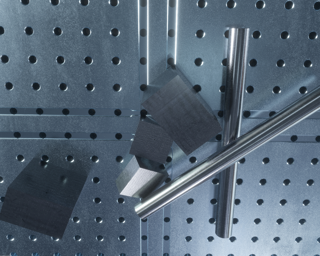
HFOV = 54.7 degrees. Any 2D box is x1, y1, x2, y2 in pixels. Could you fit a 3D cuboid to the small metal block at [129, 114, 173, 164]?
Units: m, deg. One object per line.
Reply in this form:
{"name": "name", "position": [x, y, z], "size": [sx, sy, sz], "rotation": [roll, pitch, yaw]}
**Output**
{"name": "small metal block", "position": [-0.010, 0.015, 0.419], "size": [0.050, 0.025, 0.050], "rotation": [17, 109, -7]}

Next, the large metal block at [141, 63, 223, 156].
{"name": "large metal block", "position": [0.025, -0.026, 0.375], "size": [0.050, 0.080, 0.080], "rotation": [-38, 106, 13]}

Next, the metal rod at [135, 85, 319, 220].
{"name": "metal rod", "position": [0.093, 0.032, 0.398], "size": [0.300, 0.025, 0.025], "rotation": [-35, 107, 12]}

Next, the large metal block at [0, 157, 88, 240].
{"name": "large metal block", "position": [-0.152, 0.092, 0.416], "size": [0.080, 0.080, 0.050], "rotation": [22, 109, -8]}

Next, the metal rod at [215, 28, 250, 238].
{"name": "metal rod", "position": [0.096, 0.020, 0.421], "size": [0.025, 0.025, 0.298], "rotation": [0, 110, 0]}

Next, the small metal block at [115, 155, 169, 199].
{"name": "small metal block", "position": [-0.025, 0.069, 0.427], "size": [0.050, 0.025, 0.050], "rotation": [21, 115, -36]}
